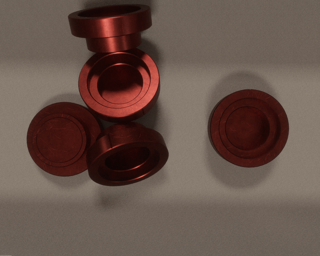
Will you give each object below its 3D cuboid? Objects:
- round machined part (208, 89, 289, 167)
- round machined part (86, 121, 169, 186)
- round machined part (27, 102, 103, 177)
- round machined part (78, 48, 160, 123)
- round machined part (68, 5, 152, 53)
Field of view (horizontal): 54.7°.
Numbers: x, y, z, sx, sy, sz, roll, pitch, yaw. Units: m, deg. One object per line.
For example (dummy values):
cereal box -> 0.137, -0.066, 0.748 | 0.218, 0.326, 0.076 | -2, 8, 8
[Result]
round machined part -> 0.111, 0.000, 0.404 | 0.099, 0.042, 0.097 | 0, 90, -1
round machined part -> -0.042, 0.029, 0.384 | 0.098, 0.098, 0.042 | -21, 55, 0
round machined part -> -0.124, 0.015, 0.401 | 0.099, 0.042, 0.097 | 0, 90, -1
round machined part -> -0.049, -0.051, 0.392 | 0.099, 0.042, 0.098 | -1, 70, 2
round machined part -> -0.059, -0.122, 0.381 | 0.099, 0.098, 0.042 | -6, 119, -1
